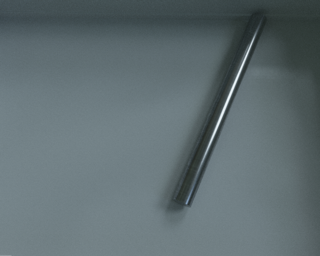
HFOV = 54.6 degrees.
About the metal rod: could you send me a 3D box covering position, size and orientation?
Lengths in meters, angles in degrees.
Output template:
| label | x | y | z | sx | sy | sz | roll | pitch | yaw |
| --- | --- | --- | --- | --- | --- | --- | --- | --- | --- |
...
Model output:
| label | x | y | z | sx | sy | sz | roll | pitch | yaw |
| --- | --- | --- | --- | --- | --- | --- | --- | --- | --- |
| metal rod | 0.088 | -0.037 | 0.423 | 0.025 | 0.025 | 0.300 | 23 | 71 | 8 |
